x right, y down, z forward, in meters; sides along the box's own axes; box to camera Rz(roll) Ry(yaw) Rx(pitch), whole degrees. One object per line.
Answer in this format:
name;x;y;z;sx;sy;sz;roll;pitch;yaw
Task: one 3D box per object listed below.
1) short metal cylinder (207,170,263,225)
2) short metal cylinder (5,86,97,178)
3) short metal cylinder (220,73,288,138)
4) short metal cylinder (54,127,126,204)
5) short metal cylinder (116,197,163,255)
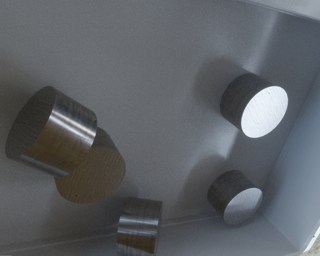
short metal cylinder;0.130;0.121;0.541;0.081;0.050;0.079;-14;125;-21
short metal cylinder;-0.111;0.004;0.316;0.080;0.080;0.050;-50;129;6
short metal cylinder;0.135;-0.033;0.449;0.081;0.050;0.079;-14;125;-21
short metal cylinder;-0.088;0.043;0.372;0.081;0.050;0.079;-14;125;-21
short metal cylinder;-0.027;0.141;0.438;0.050;0.080;0.079;7;120;5
